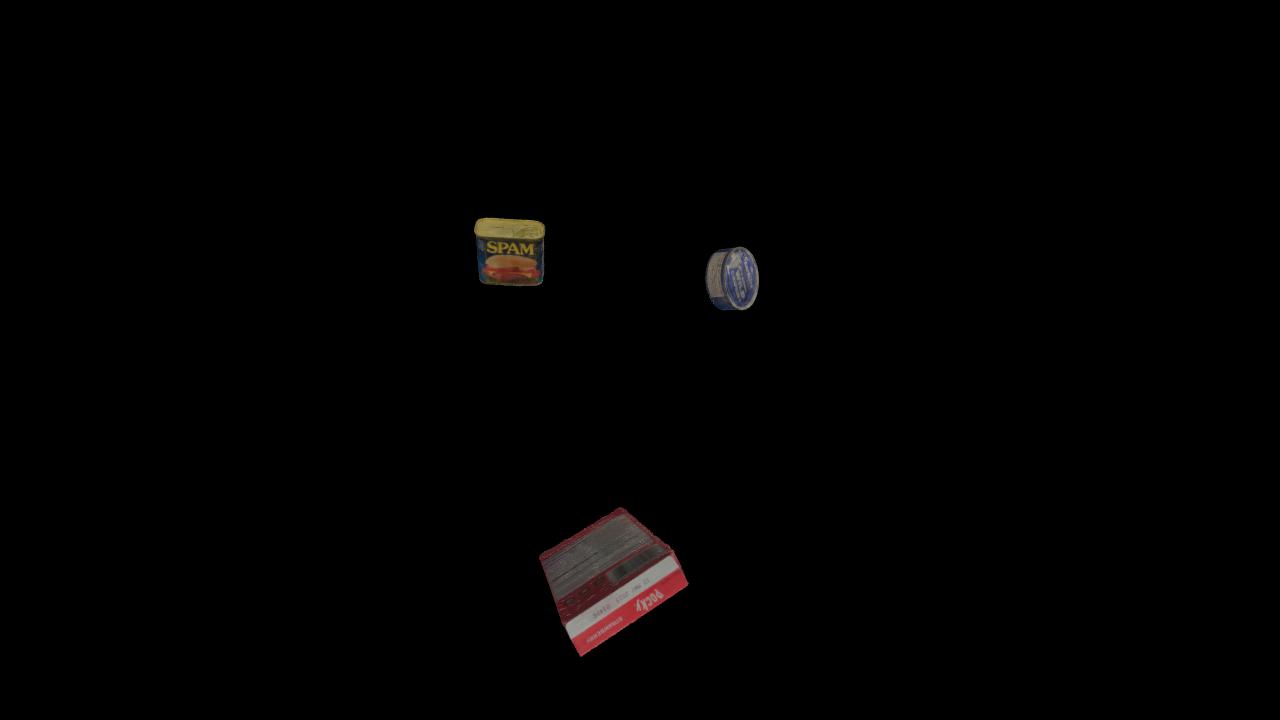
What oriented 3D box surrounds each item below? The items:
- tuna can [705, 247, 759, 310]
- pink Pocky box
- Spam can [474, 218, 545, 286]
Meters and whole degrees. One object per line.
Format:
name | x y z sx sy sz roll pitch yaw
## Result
tuna can | 0.124 -0.108 0.825 0.034 0.084 0.084 2 1 42
pink Pocky box | -0.027 0.157 0.462 0.084 0.029 0.155 -28 5 -14
Spam can | -0.194 -0.161 0.923 0.101 0.085 0.058 2 40 -7
